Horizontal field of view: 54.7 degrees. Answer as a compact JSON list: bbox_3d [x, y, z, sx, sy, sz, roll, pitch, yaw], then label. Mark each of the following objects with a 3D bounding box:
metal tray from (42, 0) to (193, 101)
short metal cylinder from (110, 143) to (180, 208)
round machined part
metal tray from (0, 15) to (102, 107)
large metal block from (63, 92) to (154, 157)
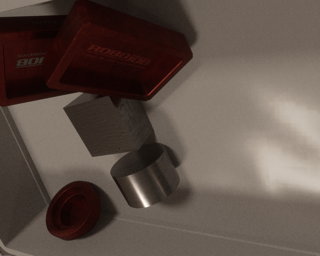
[{"bbox_3d":[-0.041,-0.071,0.322,0.090,0.131,0.030,-41,58,39],"label":"metal tray"},{"bbox_3d":[-0.020,0.063,0.421,0.080,0.080,0.050,-14,111,33],"label":"short metal cylinder"},{"bbox_3d":[-0.142,0.144,0.531,0.098,0.098,0.042,-4,144,29],"label":"round machined part"},{"bbox_3d":[-0.122,-0.079,0.351,0.030,0.131,0.089,48,137,28],"label":"metal tray"},{"bbox_3d":[-0.068,-0.012,0.417,0.080,0.050,0.080,-11,116,32],"label":"large metal block"}]
